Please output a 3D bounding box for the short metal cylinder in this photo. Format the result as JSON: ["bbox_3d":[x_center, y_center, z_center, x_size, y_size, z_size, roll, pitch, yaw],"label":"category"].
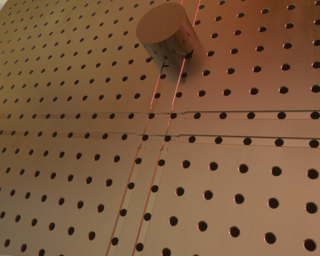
[{"bbox_3d":[0.010,-0.144,0.476,0.080,0.050,0.080,-13,56,21],"label":"short metal cylinder"}]
